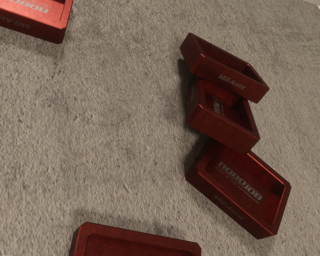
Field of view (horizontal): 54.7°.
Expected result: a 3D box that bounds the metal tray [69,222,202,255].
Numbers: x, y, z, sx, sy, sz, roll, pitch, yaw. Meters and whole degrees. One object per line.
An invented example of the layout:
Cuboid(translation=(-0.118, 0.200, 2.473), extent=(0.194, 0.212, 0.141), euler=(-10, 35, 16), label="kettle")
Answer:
Cuboid(translation=(-0.024, 0.149, 0.297), extent=(0.131, 0.030, 0.090), euler=(18, 55, -19), label="metal tray")

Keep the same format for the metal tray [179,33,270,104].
Cuboid(translation=(0.100, -0.094, 0.486), extent=(0.131, 0.030, 0.090), euler=(20, 32, -23), label="metal tray")

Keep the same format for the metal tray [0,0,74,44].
Cuboid(translation=(-0.184, -0.170, 0.405), extent=(0.131, 0.030, 0.090), euler=(14, 56, -21), label="metal tray")

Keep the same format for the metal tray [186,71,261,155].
Cuboid(translation=(0.084, -0.027, 0.433), extent=(0.090, 0.030, 0.130), euler=(28, 30, -10), label="metal tray")

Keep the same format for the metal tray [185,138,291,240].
Cuboid(translation=(0.108, 0.072, 0.416), extent=(0.130, 0.030, 0.090), euler=(40, 51, -1), label="metal tray")
